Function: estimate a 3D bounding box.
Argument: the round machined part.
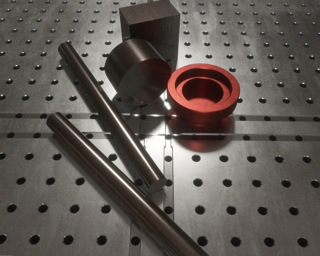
[{"bbox_3d":[0.058,-0.044,0.434,0.099,0.042,0.098,0,50,0],"label":"round machined part"}]

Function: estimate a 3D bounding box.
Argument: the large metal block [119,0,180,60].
[{"bbox_3d":[-0.016,-0.152,0.499,0.081,0.080,0.050,-17,52,-14],"label":"large metal block"}]

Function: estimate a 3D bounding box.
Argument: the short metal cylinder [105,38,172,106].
[{"bbox_3d":[-0.031,-0.078,0.437,0.081,0.080,0.050,-22,54,-18],"label":"short metal cylinder"}]

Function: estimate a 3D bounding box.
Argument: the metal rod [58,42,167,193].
[{"bbox_3d":[-0.080,-0.033,0.434,0.025,0.025,0.300,-25,55,-20],"label":"metal rod"}]

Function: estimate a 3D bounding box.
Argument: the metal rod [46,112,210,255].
[{"bbox_3d":[-0.036,0.072,0.346,0.025,0.025,0.300,-37,59,-27],"label":"metal rod"}]
